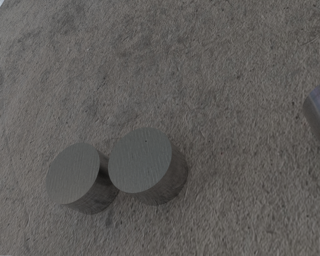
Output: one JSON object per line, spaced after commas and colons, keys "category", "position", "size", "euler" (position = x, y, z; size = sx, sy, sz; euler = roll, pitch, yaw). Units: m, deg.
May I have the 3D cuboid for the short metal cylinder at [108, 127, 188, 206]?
{"category": "short metal cylinder", "position": [-0.013, 0.046, 0.367], "size": [0.080, 0.050, 0.080], "euler": [-13, 56, 21]}

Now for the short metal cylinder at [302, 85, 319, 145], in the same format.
{"category": "short metal cylinder", "position": [0.180, -0.011, 0.281], "size": [0.080, 0.080, 0.050], "euler": [-21, 54, 15]}

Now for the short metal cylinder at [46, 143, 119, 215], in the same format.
{"category": "short metal cylinder", "position": [-0.097, 0.065, 0.399], "size": [0.080, 0.050, 0.080], "euler": [-13, 56, 21]}
